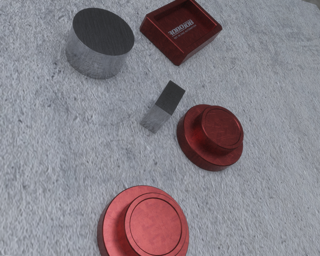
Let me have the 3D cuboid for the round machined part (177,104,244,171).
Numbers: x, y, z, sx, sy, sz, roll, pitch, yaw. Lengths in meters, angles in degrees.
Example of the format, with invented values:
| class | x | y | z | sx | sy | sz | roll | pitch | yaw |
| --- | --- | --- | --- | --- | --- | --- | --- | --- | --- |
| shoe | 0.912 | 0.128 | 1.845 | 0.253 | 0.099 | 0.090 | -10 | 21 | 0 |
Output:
| class | x | y | z | sx | sy | sz | roll | pitch | yaw |
| --- | --- | --- | --- | --- | --- | --- | --- | --- | --- |
| round machined part | 0.076 | 0.007 | 0.431 | 0.099 | 0.042 | 0.098 | 14 | 56 | -21 |

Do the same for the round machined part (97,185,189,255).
| class | x | y | z | sx | sy | sz | roll | pitch | yaw |
| --- | --- | --- | --- | --- | --- | --- | --- | --- | --- |
| round machined part | -0.012 | 0.106 | 0.323 | 0.099 | 0.042 | 0.098 | 14 | 56 | -21 |

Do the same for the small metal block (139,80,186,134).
| class | x | y | z | sx | sy | sz | roll | pitch | yaw |
| --- | --- | --- | --- | --- | --- | --- | --- | --- | --- |
| small metal block | 0.003 | -0.027 | 0.408 | 0.025 | 0.050 | 0.050 | 35 | 51 | -6 |

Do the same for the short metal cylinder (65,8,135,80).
| class | x | y | z | sx | sy | sz | roll | pitch | yaw |
| --- | --- | --- | --- | --- | --- | --- | --- | --- | --- |
| short metal cylinder | -0.081 | -0.112 | 0.414 | 0.081 | 0.050 | 0.080 | 14 | 56 | -21 |

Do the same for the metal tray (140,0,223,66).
| class | x | y | z | sx | sy | sz | roll | pitch | yaw |
| --- | --- | --- | --- | --- | --- | --- | --- | --- | --- |
| metal tray | 0.039 | -0.170 | 0.527 | 0.090 | 0.030 | 0.131 | 45 | 51 | 3 |
